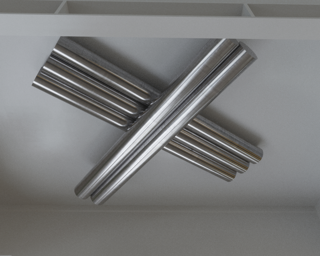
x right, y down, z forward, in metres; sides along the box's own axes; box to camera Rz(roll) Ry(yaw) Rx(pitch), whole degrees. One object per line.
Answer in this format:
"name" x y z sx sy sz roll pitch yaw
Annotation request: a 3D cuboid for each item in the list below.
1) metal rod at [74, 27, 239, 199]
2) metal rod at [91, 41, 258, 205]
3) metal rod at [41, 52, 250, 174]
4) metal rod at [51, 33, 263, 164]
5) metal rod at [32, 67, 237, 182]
"metal rod" -0.023 0.002 0.376 0.025 0.025 0.299 30 124 -23
"metal rod" -0.002 0.013 0.385 0.025 0.025 0.299 30 124 -23
"metal rod" -0.002 -0.009 0.399 0.301 0.025 0.025 28 125 -22
"metal rod" 0.014 -0.025 0.386 0.301 0.025 0.025 28 125 -22
"metal rod" -0.017 0.005 0.411 0.301 0.025 0.025 28 125 -22
